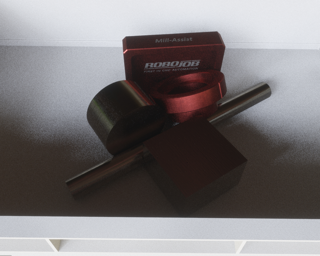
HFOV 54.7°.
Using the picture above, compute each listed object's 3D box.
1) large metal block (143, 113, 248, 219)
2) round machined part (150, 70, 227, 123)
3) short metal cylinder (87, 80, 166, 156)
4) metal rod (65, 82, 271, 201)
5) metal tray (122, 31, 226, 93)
[{"bbox_3d":[0.037,0.041,0.351,0.081,0.050,0.080,-26,55,-21],"label":"large metal block"},{"bbox_3d":[0.039,-0.040,0.408,0.098,0.042,0.098,-13,24,6],"label":"round machined part"},{"bbox_3d":[-0.041,-0.011,0.376,0.081,0.080,0.050,-27,55,-21],"label":"short metal cylinder"},{"bbox_3d":[0.026,0.007,0.397,0.302,0.025,0.025,-26,55,-21],"label":"metal rod"},{"bbox_3d":[0.017,-0.084,0.430,0.131,0.089,0.030,-5,51,-5],"label":"metal tray"}]
